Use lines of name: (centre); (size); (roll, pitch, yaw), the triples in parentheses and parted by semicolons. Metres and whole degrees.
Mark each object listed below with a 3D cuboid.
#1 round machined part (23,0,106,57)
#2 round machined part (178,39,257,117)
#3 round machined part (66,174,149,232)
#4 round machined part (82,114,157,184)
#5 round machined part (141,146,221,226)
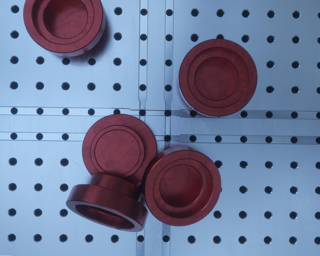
round machined part: (-0.120, -0.141, 0.403); (0.099, 0.042, 0.097); (0, 90, -1)
round machined part: (0.072, -0.063, 0.406); (0.099, 0.042, 0.097); (0, 90, -1)
round machined part: (-0.061, 0.091, 0.384); (0.099, 0.097, 0.042); (18, 59, -1)
round machined part: (-0.053, 0.030, 0.404); (0.099, 0.042, 0.097); (0, 90, -1)
round machined part: (0.024, 0.071, 0.397); (0.099, 0.042, 0.097); (-2, 99, -13)
